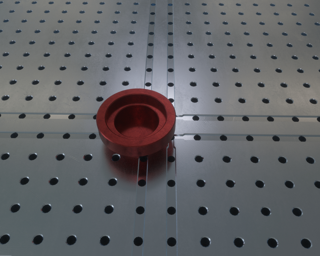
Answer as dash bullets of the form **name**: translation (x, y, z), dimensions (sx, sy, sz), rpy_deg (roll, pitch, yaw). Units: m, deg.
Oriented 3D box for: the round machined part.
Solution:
- **round machined part**: translation (-0.029, -0.003, 0.399), dimensions (0.099, 0.042, 0.098), rpy_deg (0, 50, 0)
